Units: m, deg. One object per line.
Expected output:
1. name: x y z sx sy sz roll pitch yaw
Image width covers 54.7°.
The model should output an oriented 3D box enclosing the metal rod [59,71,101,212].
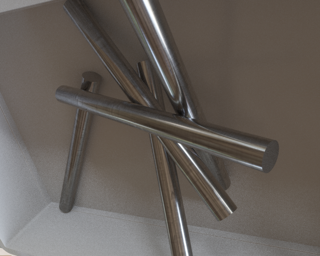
1. metal rod: -0.136 0.041 0.502 0.025 0.025 0.298 29 128 9

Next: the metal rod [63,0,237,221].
1. metal rod: -0.018 -0.029 0.346 0.299 0.025 0.025 54 129 10

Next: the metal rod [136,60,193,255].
1. metal rod: 0.011 0.069 0.370 0.025 0.025 0.298 -11 90 32

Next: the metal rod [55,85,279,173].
1. metal rod: -0.026 -0.013 0.323 0.300 0.025 0.025 18 128 42

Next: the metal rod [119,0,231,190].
1. metal rod: 0.029 -0.015 0.304 0.025 0.025 0.299 2 145 27
